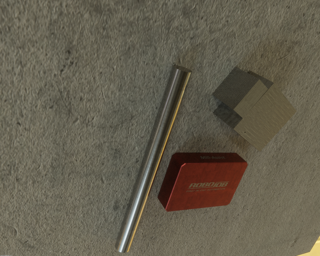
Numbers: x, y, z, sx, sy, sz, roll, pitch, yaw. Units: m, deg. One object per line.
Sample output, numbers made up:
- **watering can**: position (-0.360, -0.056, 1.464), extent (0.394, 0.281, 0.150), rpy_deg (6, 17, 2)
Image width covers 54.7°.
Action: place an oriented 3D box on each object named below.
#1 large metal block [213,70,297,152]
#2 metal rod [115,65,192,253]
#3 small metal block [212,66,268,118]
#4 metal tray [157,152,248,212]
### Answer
- **large metal block**: position (0.140, -0.024, 0.455), extent (0.080, 0.050, 0.080), rpy_deg (34, 99, -39)
- **metal rod**: position (-0.016, 0.058, 0.435), extent (0.025, 0.025, 0.298), rpy_deg (4, 116, -31)
- **small metal block**: position (0.108, -0.049, 0.421), extent (0.025, 0.050, 0.050), rpy_deg (34, 99, -39)
- **metal tray**: position (0.069, 0.085, 0.496), extent (0.131, 0.030, 0.089), rpy_deg (3, 117, -30)
